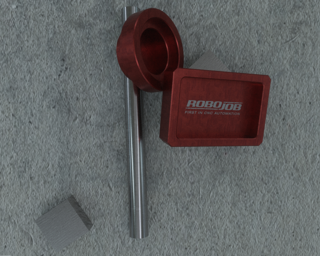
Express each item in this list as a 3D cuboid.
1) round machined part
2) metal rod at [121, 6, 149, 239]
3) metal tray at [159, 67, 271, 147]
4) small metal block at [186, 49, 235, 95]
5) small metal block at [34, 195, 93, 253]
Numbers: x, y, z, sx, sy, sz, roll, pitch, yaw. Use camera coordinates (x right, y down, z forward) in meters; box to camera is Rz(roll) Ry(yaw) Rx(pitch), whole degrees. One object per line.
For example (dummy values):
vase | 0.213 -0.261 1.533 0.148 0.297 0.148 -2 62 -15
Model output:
round machined part | -0.015 -0.092 0.381 0.042 0.099 0.097 -2 90 37
metal rod | -0.033 -0.007 0.409 0.025 0.025 0.298 -2 90 -1
metal tray | 0.068 -0.024 0.379 0.131 0.030 0.089 1 101 -20
small metal block | 0.063 -0.067 0.411 0.050 0.025 0.050 -44 91 0
small metal block | -0.126 0.125 0.408 0.050 0.025 0.050 -34 90 0
